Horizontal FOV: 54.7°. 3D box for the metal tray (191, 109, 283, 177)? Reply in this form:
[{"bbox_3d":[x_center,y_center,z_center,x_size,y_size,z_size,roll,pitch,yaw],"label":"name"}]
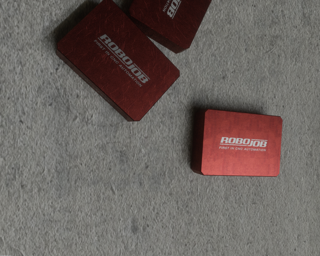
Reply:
[{"bbox_3d":[0.113,0.023,0.448,0.131,0.030,0.089,4,89,-20],"label":"metal tray"}]

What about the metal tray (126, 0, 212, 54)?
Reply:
[{"bbox_3d":[0.021,-0.178,0.413,0.090,0.030,0.130,28,81,-18],"label":"metal tray"}]

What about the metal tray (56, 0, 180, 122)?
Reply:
[{"bbox_3d":[-0.050,-0.081,0.388,0.130,0.030,0.090,44,76,-15],"label":"metal tray"}]
